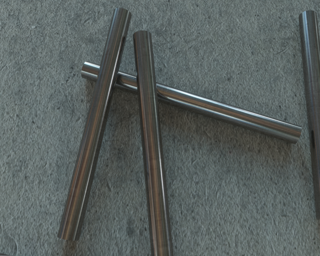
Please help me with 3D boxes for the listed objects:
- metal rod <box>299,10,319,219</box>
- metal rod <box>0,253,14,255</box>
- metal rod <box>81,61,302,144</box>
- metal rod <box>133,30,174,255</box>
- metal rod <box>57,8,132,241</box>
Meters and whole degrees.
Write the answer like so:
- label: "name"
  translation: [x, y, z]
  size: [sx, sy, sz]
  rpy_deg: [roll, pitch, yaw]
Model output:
- label: "metal rod"
  translation: [0.212, -0.031, 0.420]
  size: [0.025, 0.025, 0.299]
  rpy_deg: [4, 70, 1]
- label: "metal rod"
  translation: [-0.134, 0.164, 0.346]
  size: [0.302, 0.025, 0.025]
  rpy_deg: [11, 71, 4]
- label: "metal rod"
  translation: [0.037, -0.037, 0.421]
  size: [0.301, 0.025, 0.025]
  rpy_deg: [18, 71, 6]
- label: "metal rod"
  translation: [-0.010, 0.020, 0.383]
  size: [0.025, 0.025, 0.299]
  rpy_deg: [-5, 77, -2]
- label: "metal rod"
  translation: [-0.079, -0.015, 0.393]
  size: [0.025, 0.025, 0.299]
  rpy_deg: [10, 77, 4]
